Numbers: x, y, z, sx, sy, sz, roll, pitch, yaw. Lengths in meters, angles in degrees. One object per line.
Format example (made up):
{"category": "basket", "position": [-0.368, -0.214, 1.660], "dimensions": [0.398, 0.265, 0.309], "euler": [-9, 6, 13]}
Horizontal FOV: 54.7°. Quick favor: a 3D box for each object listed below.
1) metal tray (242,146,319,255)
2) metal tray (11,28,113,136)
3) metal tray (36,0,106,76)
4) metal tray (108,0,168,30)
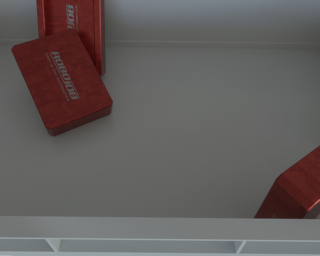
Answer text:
{"category": "metal tray", "position": [0.130, 0.066, 0.283], "dimensions": [0.091, 0.129, 0.030], "euler": [-28, 56, -22]}
{"category": "metal tray", "position": [-0.132, -0.065, 0.422], "dimensions": [0.091, 0.030, 0.130], "euler": [-24, 77, -18]}
{"category": "metal tray", "position": [-0.130, -0.142, 0.459], "dimensions": [0.091, 0.129, 0.030], "euler": [2, 14, 1]}
{"category": "metal tray", "position": [-0.038, -0.247, 0.611], "dimensions": [0.090, 0.030, 0.130], "euler": [10, 51, 8]}
